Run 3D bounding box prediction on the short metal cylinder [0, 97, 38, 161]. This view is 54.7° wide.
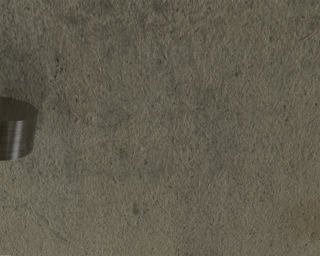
[{"bbox_3d":[-0.195,-0.002,0.378,0.080,0.080,0.050,14,110,-5],"label":"short metal cylinder"}]
